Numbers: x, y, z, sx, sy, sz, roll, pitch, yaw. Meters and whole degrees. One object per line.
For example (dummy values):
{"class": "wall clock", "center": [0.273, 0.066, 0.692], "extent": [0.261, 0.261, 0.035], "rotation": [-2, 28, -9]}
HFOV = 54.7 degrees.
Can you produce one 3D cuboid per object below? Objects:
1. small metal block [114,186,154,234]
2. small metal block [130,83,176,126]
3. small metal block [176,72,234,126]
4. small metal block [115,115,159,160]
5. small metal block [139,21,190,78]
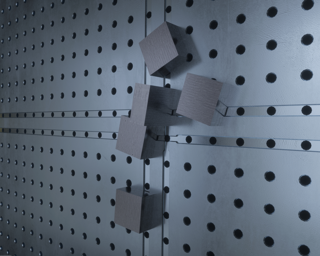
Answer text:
{"class": "small metal block", "center": [-0.037, 0.114, 0.438], "extent": [0.050, 0.025, 0.050], "rotation": [7, 95, 39]}
{"class": "small metal block", "center": [-0.009, -0.029, 0.399], "extent": [0.025, 0.050, 0.050], "rotation": [15, 100, 38]}
{"class": "small metal block", "center": [0.052, -0.034, 0.365], "extent": [0.050, 0.025, 0.050], "rotation": [25, 105, 37]}
{"class": "small metal block", "center": [-0.032, 0.012, 0.434], "extent": [0.050, 0.025, 0.050], "rotation": [18, 101, 38]}
{"class": "small metal block", "center": [0.005, -0.101, 0.404], "extent": [0.050, 0.025, 0.050], "rotation": [-29, 72, 36]}
